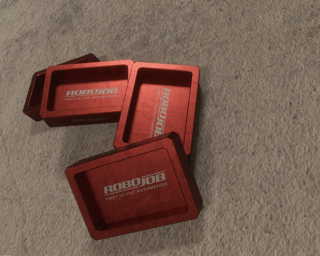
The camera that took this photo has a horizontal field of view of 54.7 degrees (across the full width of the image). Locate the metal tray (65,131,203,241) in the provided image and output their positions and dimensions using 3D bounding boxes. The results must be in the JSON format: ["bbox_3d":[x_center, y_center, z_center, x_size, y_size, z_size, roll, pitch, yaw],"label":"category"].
[{"bbox_3d":[-0.029,0.065,0.341,0.130,0.030,0.090,-18,96,17],"label":"metal tray"}]

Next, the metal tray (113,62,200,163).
[{"bbox_3d":[0.000,-0.022,0.393,0.090,0.030,0.130,6,62,7],"label":"metal tray"}]

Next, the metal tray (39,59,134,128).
[{"bbox_3d":[-0.100,-0.051,0.450,0.131,0.030,0.090,-4,62,1],"label":"metal tray"}]

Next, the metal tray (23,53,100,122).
[{"bbox_3d":[-0.163,-0.068,0.525,0.130,0.030,0.090,-13,56,20],"label":"metal tray"}]
